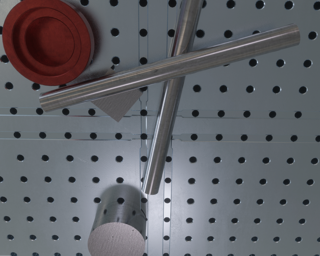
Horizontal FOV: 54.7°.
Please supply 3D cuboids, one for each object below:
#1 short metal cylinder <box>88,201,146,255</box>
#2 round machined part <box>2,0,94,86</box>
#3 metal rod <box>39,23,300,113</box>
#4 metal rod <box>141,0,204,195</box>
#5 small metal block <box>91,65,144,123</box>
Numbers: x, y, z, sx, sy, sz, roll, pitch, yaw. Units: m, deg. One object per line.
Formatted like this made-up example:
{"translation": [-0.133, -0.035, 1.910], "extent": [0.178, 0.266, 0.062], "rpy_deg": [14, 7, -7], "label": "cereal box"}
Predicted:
{"translation": [-0.061, 0.157, 0.457], "extent": [0.081, 0.050, 0.079], "rpy_deg": [0, 110, 0], "label": "short metal cylinder"}
{"translation": [-0.127, -0.102, 0.365], "extent": [0.099, 0.042, 0.097], "rpy_deg": [0, 110, 0], "label": "round machined part"}
{"translation": [0.006, -0.068, 0.360], "extent": [0.301, 0.025, 0.025], "rpy_deg": [-14, 110, 5], "label": "metal rod"}
{"translation": [0.016, -0.048, 0.395], "extent": [0.025, 0.025, 0.298], "rpy_deg": [11, 110, -4], "label": "metal rod"}
{"translation": [-0.057, -0.044, 0.397], "extent": [0.050, 0.025, 0.050], "rpy_deg": [38, 106, -13], "label": "small metal block"}
